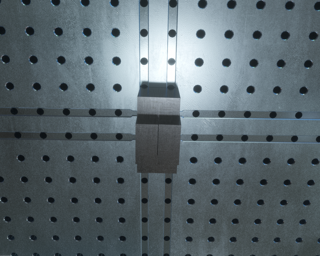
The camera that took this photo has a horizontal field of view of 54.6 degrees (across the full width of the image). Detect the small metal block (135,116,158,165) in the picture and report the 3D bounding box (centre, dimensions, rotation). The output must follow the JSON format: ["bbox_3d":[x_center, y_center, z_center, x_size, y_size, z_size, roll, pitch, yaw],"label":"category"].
[{"bbox_3d":[-0.015,0.010,0.377,0.025,0.050,0.050,2,110,-1],"label":"small metal block"}]

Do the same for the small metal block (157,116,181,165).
[{"bbox_3d":[0.011,0.011,0.377,0.025,0.050,0.050,2,110,0],"label":"small metal block"}]

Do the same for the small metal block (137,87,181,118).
[{"bbox_3d":[-0.002,-0.033,0.387,0.050,0.050,0.025,2,110,-1],"label":"small metal block"}]

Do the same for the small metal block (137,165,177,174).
[{"bbox_3d":[-0.003,0.037,0.413,0.050,0.050,0.025,2,110,-1],"label":"small metal block"}]

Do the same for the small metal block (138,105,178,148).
[{"bbox_3d":[-0.003,-0.002,0.412,0.050,0.025,0.050,2,110,0],"label":"small metal block"}]
